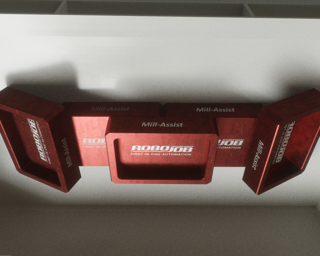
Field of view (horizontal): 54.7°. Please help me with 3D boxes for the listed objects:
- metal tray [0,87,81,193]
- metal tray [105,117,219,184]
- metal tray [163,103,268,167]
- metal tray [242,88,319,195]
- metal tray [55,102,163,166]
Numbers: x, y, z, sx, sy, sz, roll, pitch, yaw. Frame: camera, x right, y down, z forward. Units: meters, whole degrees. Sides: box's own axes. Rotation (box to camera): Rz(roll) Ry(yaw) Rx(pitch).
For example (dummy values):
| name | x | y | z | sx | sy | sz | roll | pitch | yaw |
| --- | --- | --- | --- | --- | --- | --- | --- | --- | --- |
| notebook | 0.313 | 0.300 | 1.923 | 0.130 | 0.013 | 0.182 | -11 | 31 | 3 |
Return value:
| name | x | y | z | sx | sy | sz | roll | pitch | yaw |
| --- | --- | --- | --- | --- | --- | --- | --- | --- | --- |
| metal tray | -0.155 | 0.018 | 0.394 | 0.090 | 0.030 | 0.129 | 17 | 133 | 19 |
| metal tray | 0.002 | 0.030 | 0.390 | 0.131 | 0.030 | 0.089 | 1 | 130 | -1 |
| metal tray | 0.069 | 0.011 | 0.415 | 0.131 | 0.030 | 0.089 | 0 | 130 | 0 |
| metal tray | 0.160 | 0.020 | 0.397 | 0.091 | 0.030 | 0.129 | -19 | 134 | -21 |
| metal tray | -0.062 | 0.010 | 0.413 | 0.131 | 0.030 | 0.089 | 0 | 130 | 0 |
